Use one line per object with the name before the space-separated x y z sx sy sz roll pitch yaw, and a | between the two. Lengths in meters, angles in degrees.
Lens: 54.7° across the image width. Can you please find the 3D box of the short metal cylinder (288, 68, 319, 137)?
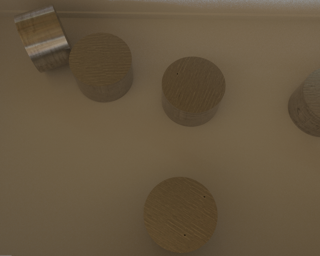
short metal cylinder | 0.220 -0.033 0.410 0.081 0.050 0.080 0 70 0

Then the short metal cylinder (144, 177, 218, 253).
short metal cylinder | 0.022 0.101 0.359 0.081 0.050 0.080 0 70 0

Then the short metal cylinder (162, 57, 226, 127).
short metal cylinder | 0.043 -0.047 0.414 0.081 0.050 0.080 0 70 0

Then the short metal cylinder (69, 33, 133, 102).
short metal cylinder | -0.078 -0.082 0.424 0.081 0.050 0.080 1 71 -3

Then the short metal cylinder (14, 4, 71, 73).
short metal cylinder | -0.155 -0.122 0.424 0.050 0.080 0.080 -22 72 -7
